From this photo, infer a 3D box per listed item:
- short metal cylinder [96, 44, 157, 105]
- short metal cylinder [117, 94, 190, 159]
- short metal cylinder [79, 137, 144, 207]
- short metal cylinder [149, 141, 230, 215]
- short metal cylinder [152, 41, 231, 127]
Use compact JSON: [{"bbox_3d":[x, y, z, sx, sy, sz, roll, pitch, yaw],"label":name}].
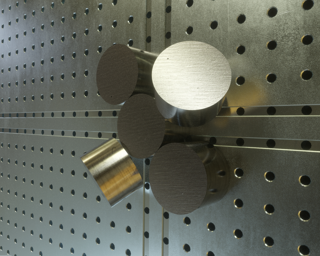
[{"bbox_3d":[-0.042,-0.070,0.425,0.080,0.050,0.079,0,90,39],"label":"short metal cylinder"},{"bbox_3d":[-0.009,-0.002,0.398,0.080,0.050,0.079,0,90,39],"label":"short metal cylinder"},{"bbox_3d":[-0.066,0.059,0.418,0.080,0.050,0.080,50,161,25],"label":"short metal cylinder"},{"bbox_3d":[0.034,0.056,0.363,0.080,0.050,0.079,0,90,39],"label":"short metal cylinder"},{"bbox_3d":[0.033,-0.047,0.338,0.080,0.050,0.080,-1,70,2],"label":"short metal cylinder"}]
